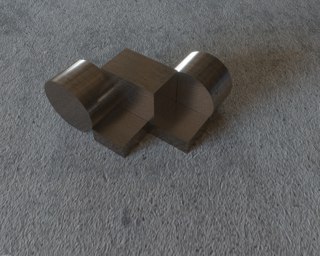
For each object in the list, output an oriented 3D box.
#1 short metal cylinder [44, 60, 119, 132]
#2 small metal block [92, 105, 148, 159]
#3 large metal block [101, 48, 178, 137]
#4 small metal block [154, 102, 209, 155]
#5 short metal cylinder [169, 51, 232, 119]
[{"bbox_3d":[-0.101,-0.041,0.403,0.080,0.080,0.050,28,56,21],"label":"short metal cylinder"},{"bbox_3d":[-0.051,0.004,0.401,0.050,0.025,0.050,28,55,22],"label":"small metal block"},{"bbox_3d":[-0.026,-0.047,0.409,0.080,0.080,0.050,28,55,21],"label":"large metal block"},{"bbox_3d":[0.028,-0.001,0.406,0.050,0.025,0.050,28,55,22],"label":"small metal block"},{"bbox_3d":[0.049,-0.055,0.415,0.080,0.080,0.050,29,56,22],"label":"short metal cylinder"}]
